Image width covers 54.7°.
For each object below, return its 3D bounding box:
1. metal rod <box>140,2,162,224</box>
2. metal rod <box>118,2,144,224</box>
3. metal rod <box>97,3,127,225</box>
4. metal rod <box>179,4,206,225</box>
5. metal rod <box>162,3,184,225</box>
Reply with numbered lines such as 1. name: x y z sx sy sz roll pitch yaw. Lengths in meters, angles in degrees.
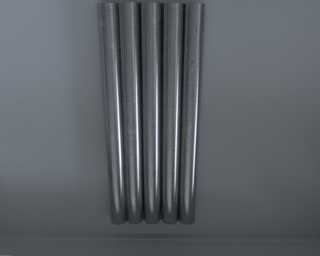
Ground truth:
1. metal rod: -0.011 -0.005 0.408 0.025 0.025 0.298 0 110 0
2. metal rod: -0.036 -0.005 0.408 0.025 0.025 0.298 0 110 0
3. metal rod: -0.060 -0.004 0.408 0.025 0.025 0.298 0 110 0
4. metal rod: 0.040 -0.004 0.409 0.025 0.025 0.298 0 110 0
5. metal rod: 0.015 -0.004 0.408 0.025 0.025 0.298 0 110 0
